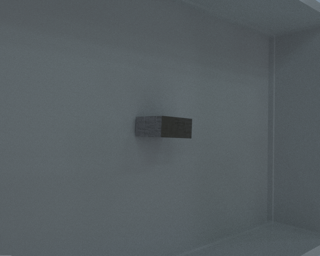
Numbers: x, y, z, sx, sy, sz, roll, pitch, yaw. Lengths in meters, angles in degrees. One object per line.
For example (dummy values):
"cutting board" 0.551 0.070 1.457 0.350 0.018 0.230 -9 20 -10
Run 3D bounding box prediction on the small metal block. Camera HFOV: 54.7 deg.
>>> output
"small metal block" 0.005 -0.001 0.392 0.050 0.050 0.025 4 87 -40
